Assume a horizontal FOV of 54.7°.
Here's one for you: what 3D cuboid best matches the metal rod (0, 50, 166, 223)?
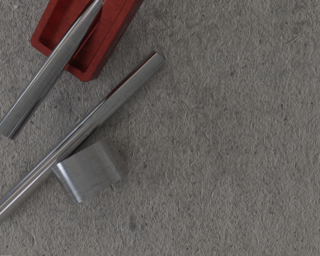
[{"bbox_3d":[-0.108,0.011,0.409,0.300,0.025,0.025,-44,90,0],"label":"metal rod"}]

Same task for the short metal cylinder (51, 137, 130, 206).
[{"bbox_3d":[-0.085,0.052,0.382,0.080,0.080,0.050,-29,90,0],"label":"short metal cylinder"}]

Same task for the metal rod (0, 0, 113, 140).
[{"bbox_3d":[-0.100,-0.117,0.383,0.025,0.025,0.300,32,79,0],"label":"metal rod"}]

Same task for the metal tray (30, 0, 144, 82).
[{"bbox_3d":[-0.092,-0.135,0.386,0.090,0.030,0.129,35,108,-1],"label":"metal tray"}]
